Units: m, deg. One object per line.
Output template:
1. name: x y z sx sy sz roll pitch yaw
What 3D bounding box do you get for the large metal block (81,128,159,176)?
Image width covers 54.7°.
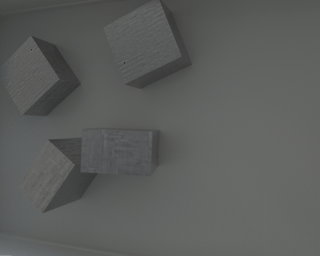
1. large metal block: -0.045 0.027 0.388 0.080 0.080 0.050 2 91 5

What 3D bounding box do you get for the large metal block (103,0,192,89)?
1. large metal block: -0.015 -0.106 0.402 0.080 0.050 0.080 -23 83 18

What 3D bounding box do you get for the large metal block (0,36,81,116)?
1. large metal block: -0.180 -0.074 0.461 0.080 0.050 0.080 -39 78 16

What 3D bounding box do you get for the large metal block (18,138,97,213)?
1. large metal block: -0.131 0.061 0.427 0.050 0.080 0.080 39 103 16
